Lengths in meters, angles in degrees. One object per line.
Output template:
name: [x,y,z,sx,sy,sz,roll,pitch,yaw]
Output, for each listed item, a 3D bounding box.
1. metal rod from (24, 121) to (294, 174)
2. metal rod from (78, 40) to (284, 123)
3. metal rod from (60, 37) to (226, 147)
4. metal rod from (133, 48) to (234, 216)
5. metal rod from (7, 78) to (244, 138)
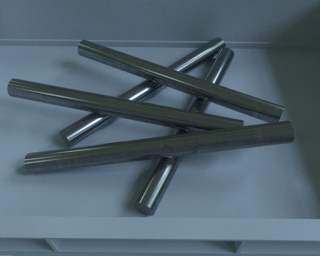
metal rod: [-0.006,0.023,0.354,0.302,0.025,0.025,-7,50,5]
metal rod: [0.016,-0.068,0.428,0.301,0.025,0.025,22,53,17]
metal rod: [-0.009,-0.064,0.458,0.302,0.025,0.025,-35,59,-26]
metal rod: [0.046,-0.017,0.419,0.025,0.025,0.301,20,53,15]
metal rod: [-0.049,-0.025,0.391,0.301,0.025,0.025,11,51,8]
